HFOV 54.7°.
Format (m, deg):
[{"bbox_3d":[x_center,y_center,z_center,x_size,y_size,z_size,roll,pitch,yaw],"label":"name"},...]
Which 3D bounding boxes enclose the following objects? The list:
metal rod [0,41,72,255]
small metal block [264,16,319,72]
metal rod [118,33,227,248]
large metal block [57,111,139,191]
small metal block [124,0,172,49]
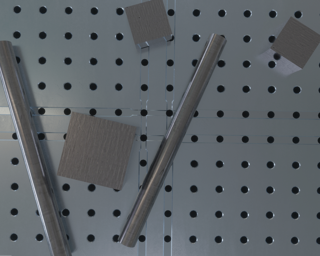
[{"bbox_3d":[-0.170,0.032,0.411,0.025,0.025,0.298,-16,90,0],"label":"metal rod"},{"bbox_3d":[0.178,-0.111,0.415,0.050,0.025,0.050,33,90,0],"label":"small metal block"},{"bbox_3d":[0.017,0.016,0.413,0.025,0.025,0.299,24,90,0],"label":"metal rod"},{"bbox_3d":[-0.077,0.028,0.400,0.080,0.050,0.080,14,90,0],"label":"large metal block"},{"bbox_3d":[-0.015,-0.139,0.413,0.050,0.025,0.050,-16,90,0],"label":"small metal block"}]
